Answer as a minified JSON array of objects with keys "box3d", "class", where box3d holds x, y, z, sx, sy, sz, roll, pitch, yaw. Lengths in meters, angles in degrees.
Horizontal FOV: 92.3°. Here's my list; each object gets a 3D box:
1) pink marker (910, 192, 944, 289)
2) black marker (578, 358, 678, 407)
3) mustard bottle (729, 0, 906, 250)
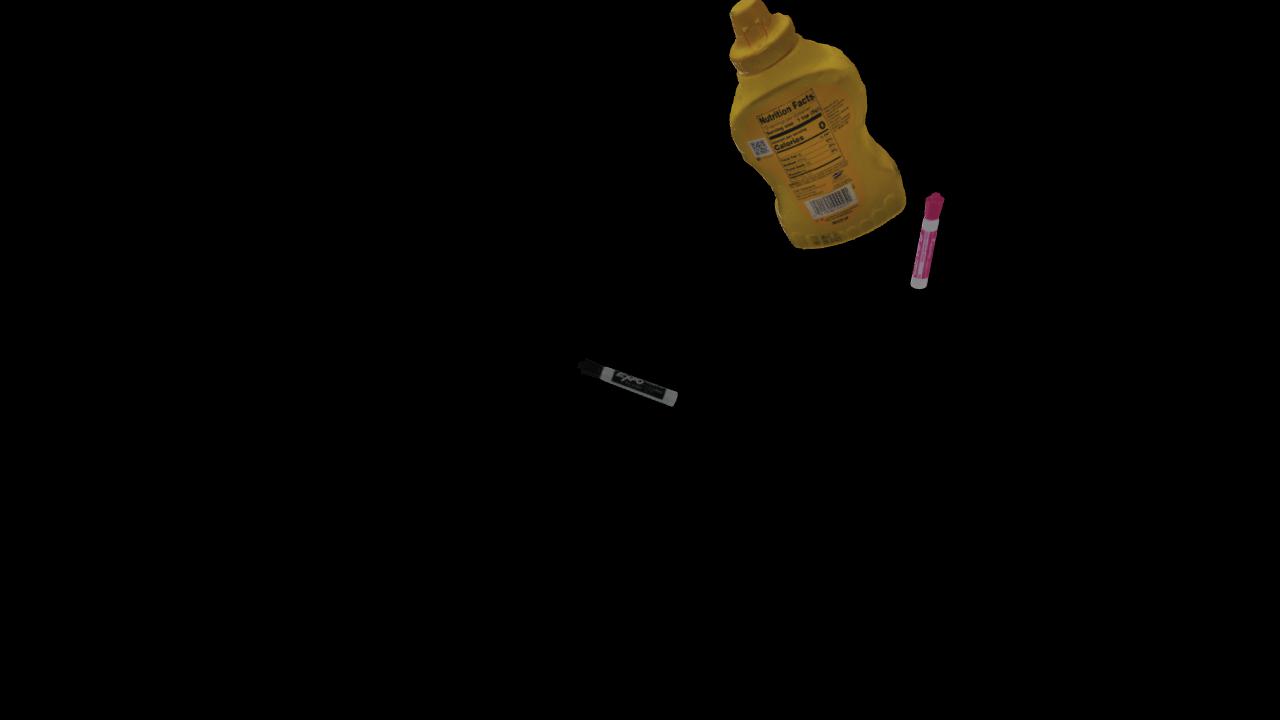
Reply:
[{"box3d":[0.332,-0.137,0.713,0.020,0.121,0.020,-6,41,5],"class":"pink marker"},{"box3d":[-0.015,0.026,0.718,0.121,0.020,0.020,21,-2,-5],"class":"black marker"},{"box3d":[0.111,-0.160,0.421,0.092,0.054,0.184,-13,-43,35],"class":"mustard bottle"}]
